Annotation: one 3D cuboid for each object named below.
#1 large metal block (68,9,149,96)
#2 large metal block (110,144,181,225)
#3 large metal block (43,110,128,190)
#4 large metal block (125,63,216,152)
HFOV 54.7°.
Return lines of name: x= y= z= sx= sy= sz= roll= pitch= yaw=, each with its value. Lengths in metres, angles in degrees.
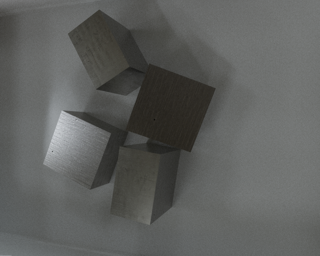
large metal block: x=-0.060 y=-0.092 z=0.401 sx=0.050 sy=0.080 sz=0.080 roll=-31 pitch=80 yaw=17
large metal block: x=-0.015 y=0.064 z=0.386 sx=0.050 sy=0.080 sz=0.079 roll=10 pitch=93 yaw=19
large metal block: x=-0.103 y=0.028 z=0.432 sx=0.080 sy=0.050 sz=0.080 roll=24 pitch=98 yaw=18
large metal block: x=0.011 y=-0.025 z=0.378 sx=0.080 sy=0.050 sz=0.080 roll=20 pitch=97 yaw=-6
